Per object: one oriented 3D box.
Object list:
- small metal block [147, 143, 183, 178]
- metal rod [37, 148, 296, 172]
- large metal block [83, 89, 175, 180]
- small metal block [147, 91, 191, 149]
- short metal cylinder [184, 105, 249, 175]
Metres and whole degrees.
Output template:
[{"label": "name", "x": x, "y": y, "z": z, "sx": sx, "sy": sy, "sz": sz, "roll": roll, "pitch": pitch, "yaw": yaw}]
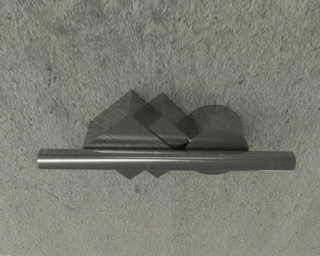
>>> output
[{"label": "small metal block", "x": 0.006, "y": 0.032, "z": 0.421, "sx": 0.050, "sy": 0.050, "sz": 0.025, "roll": -35, "pitch": 122, "yaw": 25}, {"label": "metal rod", "x": 0.009, "y": 0.039, "z": 0.374, "sx": 0.302, "sy": 0.025, "sz": 0.025, "roll": 1, "pitch": 130, "yaw": -1}, {"label": "large metal block", "x": -0.038, "y": 0.011, "z": 0.399, "sx": 0.080, "sy": 0.050, "sz": 0.080, "roll": -35, "pitch": 122, "yaw": 25}, {"label": "small metal block", "x": 0.011, "y": -0.009, "z": 0.385, "sx": 0.025, "sy": 0.050, "sz": 0.050, "roll": -35, "pitch": 122, "yaw": 26}, {"label": "short metal cylinder", "x": 0.070, "y": 0.016, "z": 0.406, "sx": 0.081, "sy": 0.050, "sz": 0.079, "roll": 0, "pitch": 130, "yaw": 0}]
